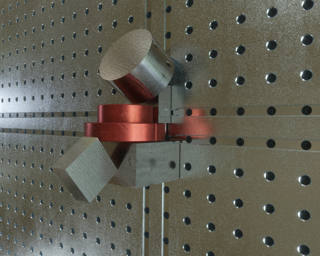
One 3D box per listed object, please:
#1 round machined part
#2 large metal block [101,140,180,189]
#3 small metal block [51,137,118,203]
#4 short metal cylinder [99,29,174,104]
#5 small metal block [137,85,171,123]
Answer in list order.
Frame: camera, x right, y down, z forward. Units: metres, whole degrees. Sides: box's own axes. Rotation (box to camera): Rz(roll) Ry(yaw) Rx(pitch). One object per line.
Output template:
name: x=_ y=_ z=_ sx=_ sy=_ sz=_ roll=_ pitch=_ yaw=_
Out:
round machined part: x=-0.043 y=-0.007 z=0.381 sx=0.098 sy=0.099 sz=0.042 roll=1 pitch=91 yaw=39
large metal block: x=-0.031 y=0.041 z=0.396 sx=0.080 sy=0.081 sz=0.050 roll=1 pitch=91 yaw=39
small metal block: x=-0.081 y=0.045 z=0.339 sx=0.025 sy=0.050 sz=0.050 roll=2 pitch=129 yaw=39
short metal cylinder: x=-0.029 y=-0.078 z=0.393 sx=0.080 sy=0.050 sz=0.080 roll=-21 pitch=49 yaw=26
small metal block: x=-0.013 y=-0.032 z=0.417 sx=0.050 sy=0.025 sz=0.050 roll=1 pitch=91 yaw=39
